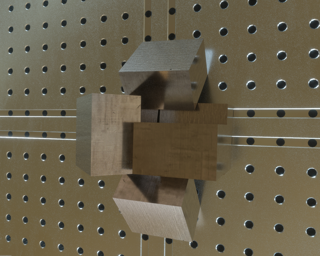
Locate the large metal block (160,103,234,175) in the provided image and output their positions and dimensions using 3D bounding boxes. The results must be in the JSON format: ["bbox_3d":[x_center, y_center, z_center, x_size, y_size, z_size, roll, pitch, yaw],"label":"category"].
[{"bbox_3d":[0.045,0.011,0.383,0.080,0.050,0.080,3,91,20],"label":"large metal block"}]

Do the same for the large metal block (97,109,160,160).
[{"bbox_3d":[-0.035,0.006,0.412,0.080,0.050,0.080,7,93,20],"label":"large metal block"}]

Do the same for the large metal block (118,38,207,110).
[{"bbox_3d":[0.008,-0.066,0.373,0.080,0.080,0.050,2,129,20],"label":"large metal block"}]

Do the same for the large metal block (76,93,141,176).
[{"bbox_3d":[-0.060,0.006,0.343,0.050,0.080,0.080,1,91,-25],"label":"large metal block"}]

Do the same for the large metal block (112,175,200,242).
[{"bbox_3d":[0.000,0.091,0.378,0.080,0.050,0.080,2,136,20],"label":"large metal block"}]

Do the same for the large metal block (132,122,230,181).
[{"bbox_3d":[0.026,0.020,0.321,0.080,0.080,0.050,2,91,20],"label":"large metal block"}]
